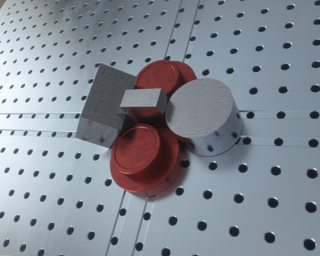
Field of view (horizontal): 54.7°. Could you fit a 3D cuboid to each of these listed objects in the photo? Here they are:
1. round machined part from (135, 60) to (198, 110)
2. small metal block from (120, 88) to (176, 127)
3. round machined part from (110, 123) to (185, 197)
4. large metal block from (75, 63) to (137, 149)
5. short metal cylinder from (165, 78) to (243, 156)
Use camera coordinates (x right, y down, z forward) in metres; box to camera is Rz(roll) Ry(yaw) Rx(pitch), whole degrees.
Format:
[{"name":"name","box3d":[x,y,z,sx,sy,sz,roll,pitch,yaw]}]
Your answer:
[{"name":"round machined part","box3d":[0.003,-0.056,0.430,0.098,0.042,0.098,-13,56,21]},{"name":"small metal block","box3d":[-0.013,-0.024,0.385,0.050,0.050,0.025,1,63,29]},{"name":"round machined part","box3d":[-0.022,0.033,0.389,0.098,0.042,0.098,-13,56,21]},{"name":"large metal block","box3d":[-0.075,-0.027,0.422,0.050,0.080,0.080,20,65,-12]},{"name":"short metal cylinder","box3d":[0.053,-0.012,0.371,0.080,0.050,0.080,-13,56,21]}]
